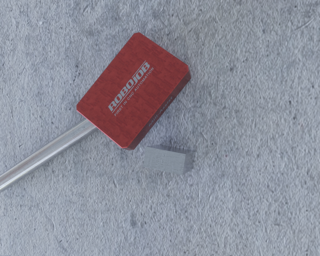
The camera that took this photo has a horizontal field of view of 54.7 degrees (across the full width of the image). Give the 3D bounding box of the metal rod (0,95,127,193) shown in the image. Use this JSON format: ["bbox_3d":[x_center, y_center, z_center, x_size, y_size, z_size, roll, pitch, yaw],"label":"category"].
[{"bbox_3d":[-0.139,0.019,0.456,0.300,0.025,0.025,-31,80,17],"label":"metal rod"}]

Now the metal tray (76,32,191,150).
[{"bbox_3d":[-0.034,-0.047,0.403,0.090,0.030,0.130,38,89,15],"label":"metal tray"}]

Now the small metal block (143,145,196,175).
[{"bbox_3d":[0.013,0.039,0.390,0.050,0.050,0.025,10,93,19],"label":"small metal block"}]
